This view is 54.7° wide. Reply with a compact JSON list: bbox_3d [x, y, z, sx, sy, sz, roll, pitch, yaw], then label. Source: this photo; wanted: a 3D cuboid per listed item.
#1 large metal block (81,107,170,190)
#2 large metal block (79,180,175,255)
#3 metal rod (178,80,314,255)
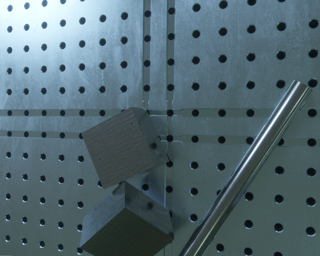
[{"bbox_3d":[-0.046,0.026,0.415,0.080,0.050,0.080,-26,82,18],"label":"large metal block"},{"bbox_3d":[-0.041,0.127,0.393,0.080,0.050,0.080,40,106,-23],"label":"large metal block"},{"bbox_3d":[0.089,0.078,0.380,0.025,0.025,0.299,33,101,17],"label":"metal rod"}]
